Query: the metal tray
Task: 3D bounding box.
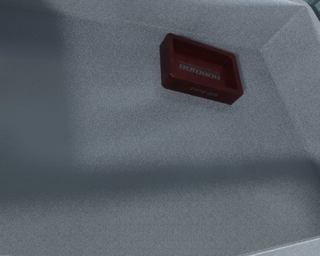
[{"bbox_3d":[0.066,-0.094,0.496,0.131,0.030,0.090,11,57,-23],"label":"metal tray"}]
